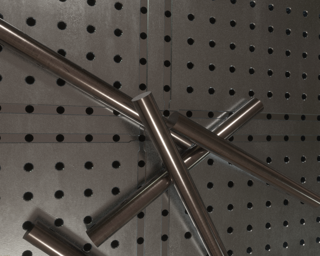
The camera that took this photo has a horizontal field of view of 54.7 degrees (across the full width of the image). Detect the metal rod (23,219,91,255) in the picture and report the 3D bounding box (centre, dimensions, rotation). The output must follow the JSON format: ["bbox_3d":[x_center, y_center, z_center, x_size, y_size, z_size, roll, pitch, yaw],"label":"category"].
[{"bbox_3d":[-0.042,0.213,0.398,0.300,0.025,0.025,42,77,-16],"label":"metal rod"}]

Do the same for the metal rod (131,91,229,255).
[{"bbox_3d":[0.040,0.091,0.406,0.025,0.025,0.299,-32,109,-17],"label":"metal rod"}]

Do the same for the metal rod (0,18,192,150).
[{"bbox_3d":[-0.084,-0.053,0.382,0.301,0.025,0.025,30,80,-18],"label":"metal rod"}]

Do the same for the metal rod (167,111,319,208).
[{"bbox_3d":[0.135,0.055,0.445,0.301,0.025,0.025,28,81,-25],"label":"metal rod"}]

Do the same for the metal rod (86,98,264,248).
[{"bbox_3d":[0.031,0.051,0.425,0.301,0.025,0.025,-37,102,-17],"label":"metal rod"}]
